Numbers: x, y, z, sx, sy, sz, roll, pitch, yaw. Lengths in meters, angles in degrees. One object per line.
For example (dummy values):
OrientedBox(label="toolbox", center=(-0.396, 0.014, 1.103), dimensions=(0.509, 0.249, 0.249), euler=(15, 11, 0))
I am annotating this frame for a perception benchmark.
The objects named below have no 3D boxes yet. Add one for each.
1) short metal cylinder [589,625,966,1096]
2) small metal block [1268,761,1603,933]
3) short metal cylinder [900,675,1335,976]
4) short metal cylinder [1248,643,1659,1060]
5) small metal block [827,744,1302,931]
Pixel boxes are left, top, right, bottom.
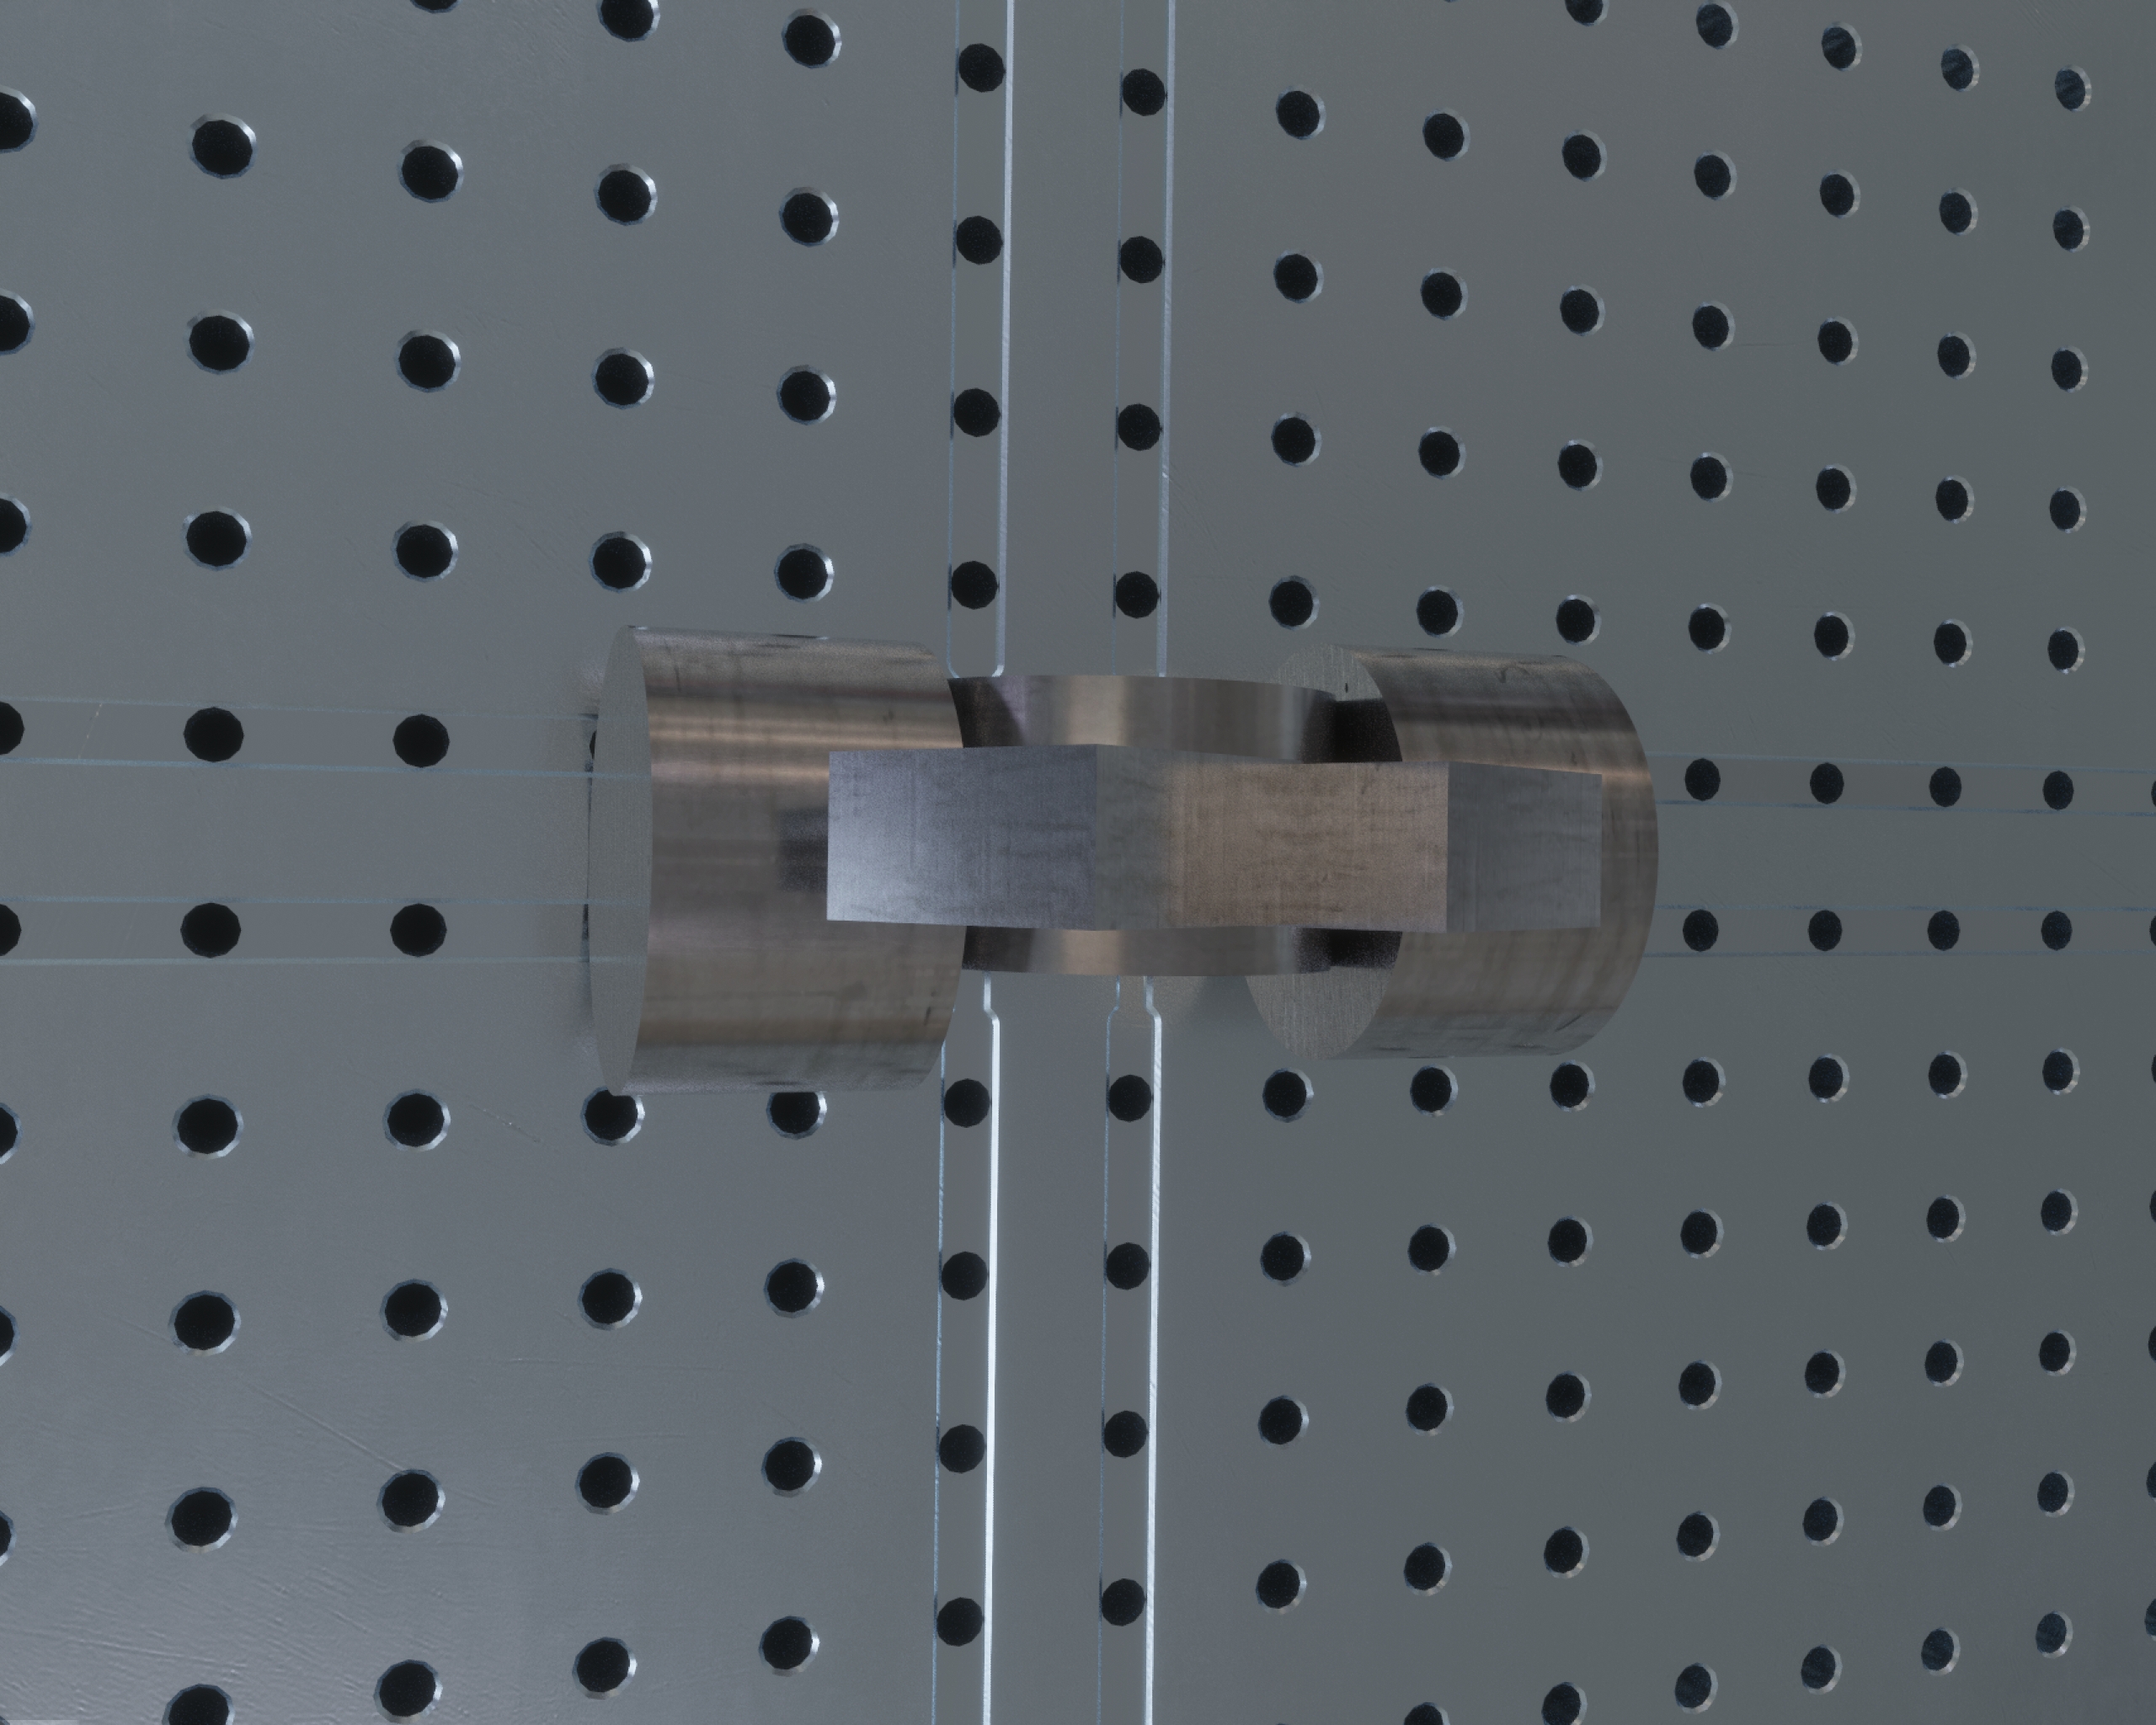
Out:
OrientedBox(label="short metal cylinder", center=(-0.055, 0.000, 0.363), dimensions=(0.050, 0.080, 0.080), euler=(1, 90, -20))
OrientedBox(label="small metal block", center=(0.050, -0.002, 0.336), dimensions=(0.050, 0.050, 0.025), euler=(1, 90, -51))
OrientedBox(label="short metal cylinder", center=(0.007, -0.006, 0.386), dimensions=(0.081, 0.080, 0.050), euler=(1, 90, -20))
OrientedBox(label="short metal cylinder", center=(0.068, -0.002, 0.408), dimensions=(0.050, 0.080, 0.079), euler=(1, 90, -19))
OrientedBox(label="small metal block", center=(-0.001, -0.004, 0.312), dimensions=(0.050, 0.050, 0.025), euler=(1, 90, -52))
